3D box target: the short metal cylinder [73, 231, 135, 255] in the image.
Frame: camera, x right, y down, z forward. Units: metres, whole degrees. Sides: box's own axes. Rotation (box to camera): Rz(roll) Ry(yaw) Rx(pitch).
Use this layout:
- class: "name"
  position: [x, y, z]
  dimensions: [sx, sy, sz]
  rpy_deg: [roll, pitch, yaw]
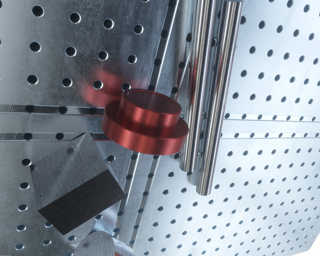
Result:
- class: "short metal cylinder"
  position: [-0.084, 0.200, 0.455]
  dimensions: [0.080, 0.080, 0.050]
  rpy_deg: [-41, 130, 0]

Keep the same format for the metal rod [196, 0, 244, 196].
- class: "metal rod"
  position: [0.080, -0.023, 0.442]
  dimensions: [0.025, 0.025, 0.298]
  rpy_deg: [-11, 123, -23]

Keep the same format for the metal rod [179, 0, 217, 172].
- class: "metal rod"
  position: [0.048, -0.068, 0.397]
  dimensions: [0.025, 0.025, 0.298]
  rpy_deg: [-12, 124, -23]

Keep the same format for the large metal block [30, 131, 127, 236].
- class: "large metal block"
  position: [-0.097, 0.061, 0.362]
  dimensions: [0.080, 0.080, 0.050]
  rpy_deg: [-31, 129, -9]

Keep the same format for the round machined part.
- class: "round machined part"
  position: [-0.013, -0.013, 0.350]
  dimensions: [0.099, 0.098, 0.042]
  rpy_deg: [3, 117, -30]
